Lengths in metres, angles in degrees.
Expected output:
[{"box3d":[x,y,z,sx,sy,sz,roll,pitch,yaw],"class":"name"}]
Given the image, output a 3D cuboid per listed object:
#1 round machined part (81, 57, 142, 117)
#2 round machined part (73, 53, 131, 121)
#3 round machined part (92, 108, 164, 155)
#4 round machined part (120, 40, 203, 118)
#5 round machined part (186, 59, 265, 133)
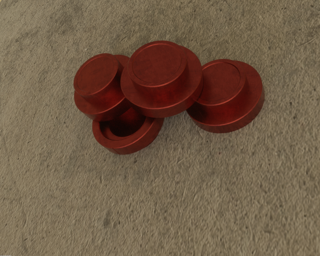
[{"box3d":[-0.082,-0.070,0.477,0.098,0.042,0.098,-13,56,20],"class":"round machined part"},{"box3d":[-0.075,-0.061,0.415,0.098,0.042,0.098,-13,56,20],"class":"round machined part"},{"box3d":[-0.038,-0.008,0.418,0.098,0.042,0.098,-13,56,20],"class":"round machined part"},{"box3d":[0.000,-0.064,0.365,0.098,0.042,0.098,-5,60,10],"class":"round machined part"},{"box3d":[0.075,-0.046,0.382,0.098,0.042,0.098,-13,56,20],"class":"round machined part"}]
